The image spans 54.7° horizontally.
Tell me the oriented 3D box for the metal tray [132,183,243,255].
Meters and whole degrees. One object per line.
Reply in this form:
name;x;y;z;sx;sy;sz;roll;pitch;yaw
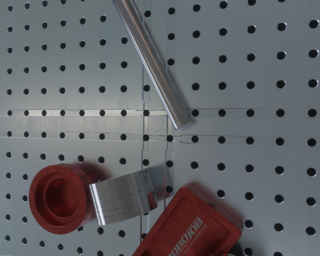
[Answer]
metal tray;0.033;0.149;0.398;0.090;0.030;0.129;37;101;16

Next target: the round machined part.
round machined part;-0.137;0.100;0.452;0.098;0.042;0.097;0;90;20

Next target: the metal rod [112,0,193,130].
metal rod;-0.033;-0.135;0.424;0.025;0.025;0.299;-28;81;18

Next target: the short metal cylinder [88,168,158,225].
short metal cylinder;-0.047;0.087;0.400;0.080;0.080;0.050;-18;84;19

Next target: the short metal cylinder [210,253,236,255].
short metal cylinder;0.071;0.192;0.353;0.081;0.050;0.079;-5;113;-13
